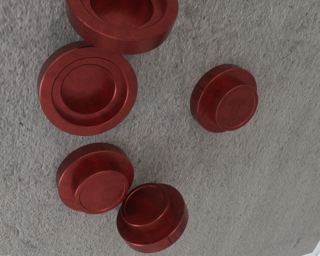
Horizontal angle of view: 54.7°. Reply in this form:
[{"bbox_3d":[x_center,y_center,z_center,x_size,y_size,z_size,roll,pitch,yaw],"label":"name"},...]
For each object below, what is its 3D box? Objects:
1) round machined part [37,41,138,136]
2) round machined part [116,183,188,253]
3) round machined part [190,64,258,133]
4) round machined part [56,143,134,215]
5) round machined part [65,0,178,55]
[{"bbox_3d":[-0.077,-0.044,0.327,0.099,0.042,0.097,-14,124,-21],"label":"round machined part"},{"bbox_3d":[-0.014,0.114,0.422,0.098,0.098,0.042,-30,128,-9],"label":"round machined part"},{"bbox_3d":[0.094,-0.035,0.425,0.099,0.042,0.097,-14,124,-21],"label":"round machined part"},{"bbox_3d":[-0.079,0.071,0.396,0.099,0.042,0.097,-14,124,-21],"label":"round machined part"},{"bbox_3d":[-0.036,-0.107,0.286,0.099,0.098,0.042,-15,162,-20],"label":"round machined part"}]
